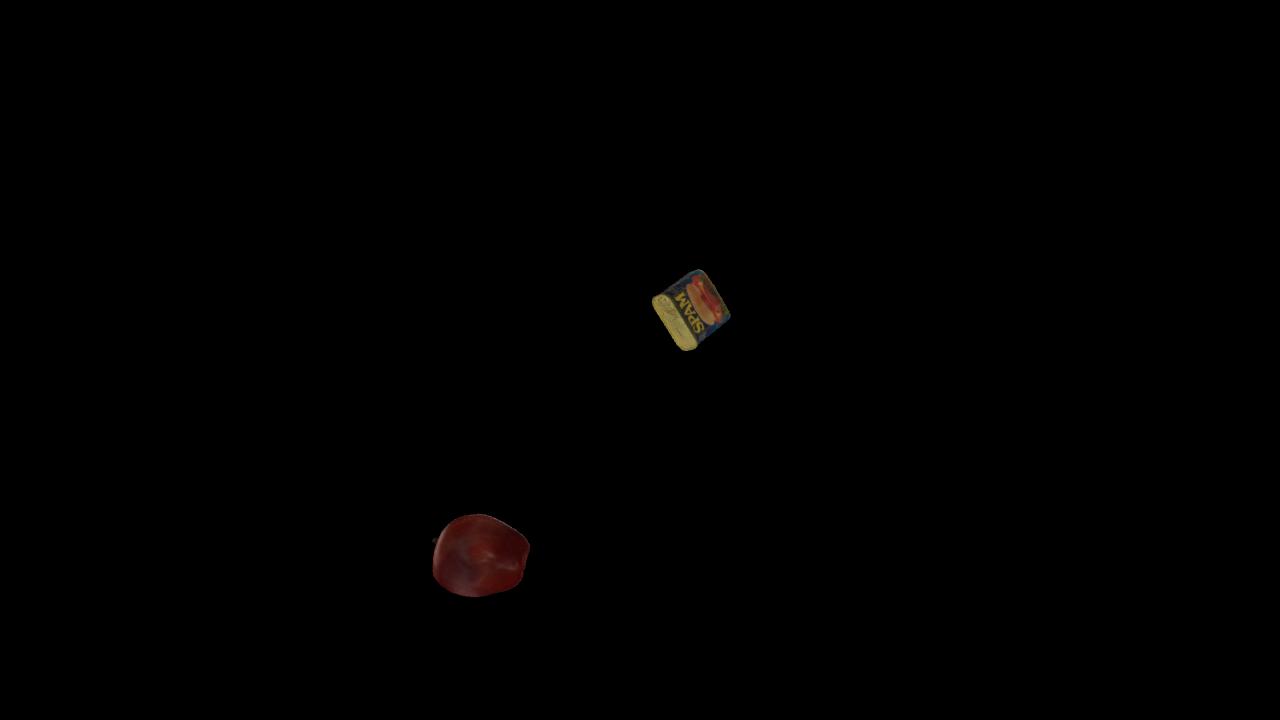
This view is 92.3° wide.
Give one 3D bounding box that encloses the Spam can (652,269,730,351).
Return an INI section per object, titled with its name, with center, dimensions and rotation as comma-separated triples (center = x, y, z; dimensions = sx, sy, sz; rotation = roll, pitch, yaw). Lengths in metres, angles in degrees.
[Spam can]
center = 0.082, -0.080, 0.970
dimensions = 0.085, 0.101, 0.058
rotation = -37, 12, -25

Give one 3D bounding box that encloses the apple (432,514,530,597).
[apple]
center = -0.157, 0.190, 0.600
dimensions = 0.093, 0.079, 0.079
rotation = 16, -2, -6
